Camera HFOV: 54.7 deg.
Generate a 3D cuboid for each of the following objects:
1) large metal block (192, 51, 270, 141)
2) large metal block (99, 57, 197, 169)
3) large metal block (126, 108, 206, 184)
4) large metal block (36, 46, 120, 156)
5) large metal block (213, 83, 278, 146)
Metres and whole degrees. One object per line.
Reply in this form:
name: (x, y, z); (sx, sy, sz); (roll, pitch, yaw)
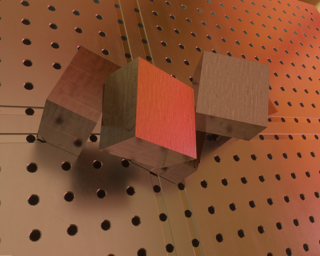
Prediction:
large metal block: (0.081, -0.037, 0.371); (0.081, 0.050, 0.080); (12, 68, -4)
large metal block: (-0.010, -0.011, 0.311); (0.080, 0.050, 0.080); (23, 57, -41)
large metal block: (0.008, 0.012, 0.390); (0.080, 0.050, 0.080); (28, 52, -11)
large metal block: (-0.089, -0.028, 0.342); (0.050, 0.080, 0.080); (27, 52, -12)
large metal block: (0.107, -0.031, 0.452); (0.050, 0.080, 0.080); (-18, 71, -35)
